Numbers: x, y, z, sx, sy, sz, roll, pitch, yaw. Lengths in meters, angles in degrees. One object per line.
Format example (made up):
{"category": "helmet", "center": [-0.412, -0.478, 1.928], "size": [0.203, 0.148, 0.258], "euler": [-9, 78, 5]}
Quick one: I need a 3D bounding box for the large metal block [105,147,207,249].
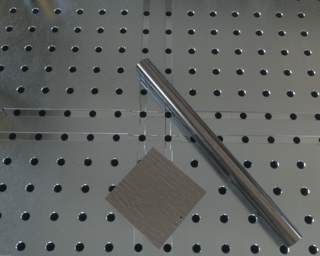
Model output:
{"category": "large metal block", "center": [-0.005, 0.083, 0.368], "size": [0.080, 0.050, 0.080], "euler": [40, 74, 13]}

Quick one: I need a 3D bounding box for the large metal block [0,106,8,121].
{"category": "large metal block", "center": [-0.256, -0.044, 0.395], "size": [0.050, 0.080, 0.080], "euler": [-37, 75, -13]}

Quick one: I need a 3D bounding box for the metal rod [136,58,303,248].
{"category": "metal rod", "center": [0.067, 0.021, 0.404], "size": [0.025, 0.025, 0.300], "euler": [-36, 74, -12]}
